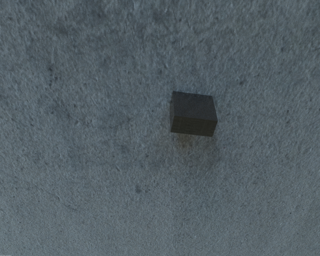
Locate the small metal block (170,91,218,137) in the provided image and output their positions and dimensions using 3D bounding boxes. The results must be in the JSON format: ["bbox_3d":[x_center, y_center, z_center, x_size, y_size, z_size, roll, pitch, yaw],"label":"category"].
[{"bbox_3d":[0.039,-0.018,0.376,0.050,0.050,0.025,7,130,-6],"label":"small metal block"}]
